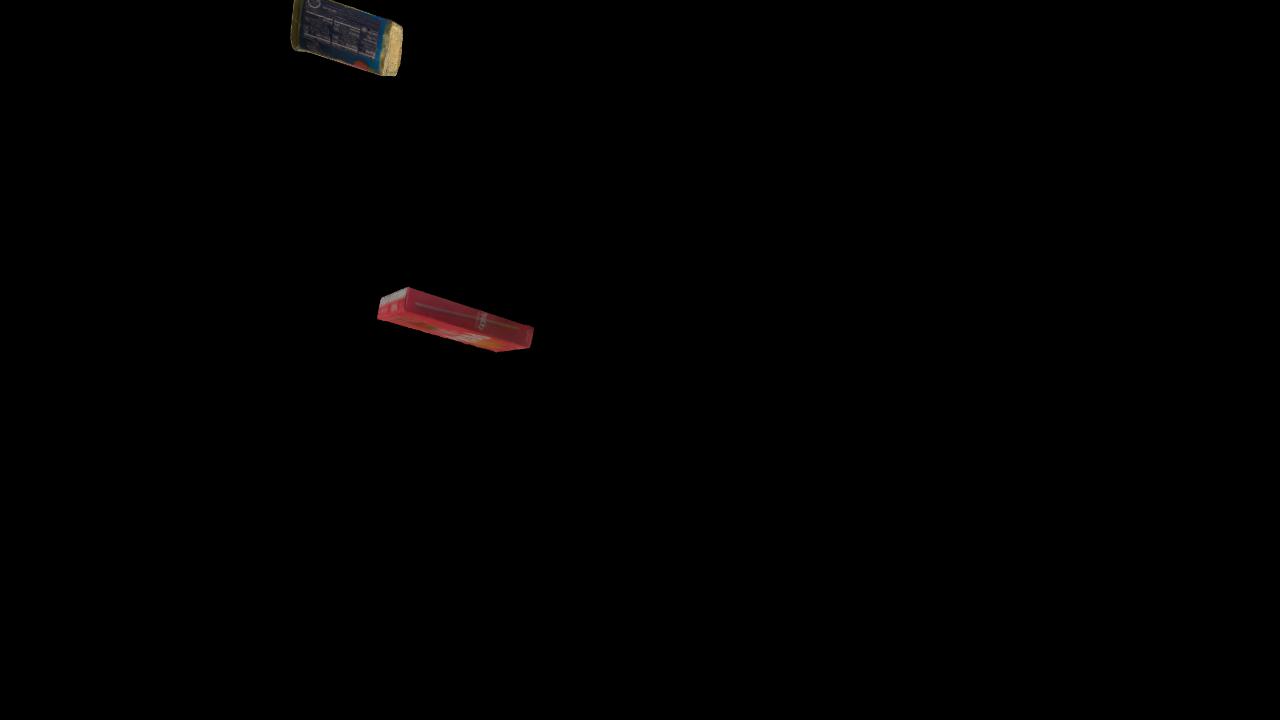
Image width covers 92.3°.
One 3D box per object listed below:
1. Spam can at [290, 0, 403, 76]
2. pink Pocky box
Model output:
[{"bbox_3d":[-0.294,-0.330,0.627,0.085,0.058,0.101,12,22,-17],"label":"Spam can"},{"bbox_3d":[-0.208,-0.042,0.703,0.155,0.029,0.084,18,-14,-39],"label":"pink Pocky box"}]
